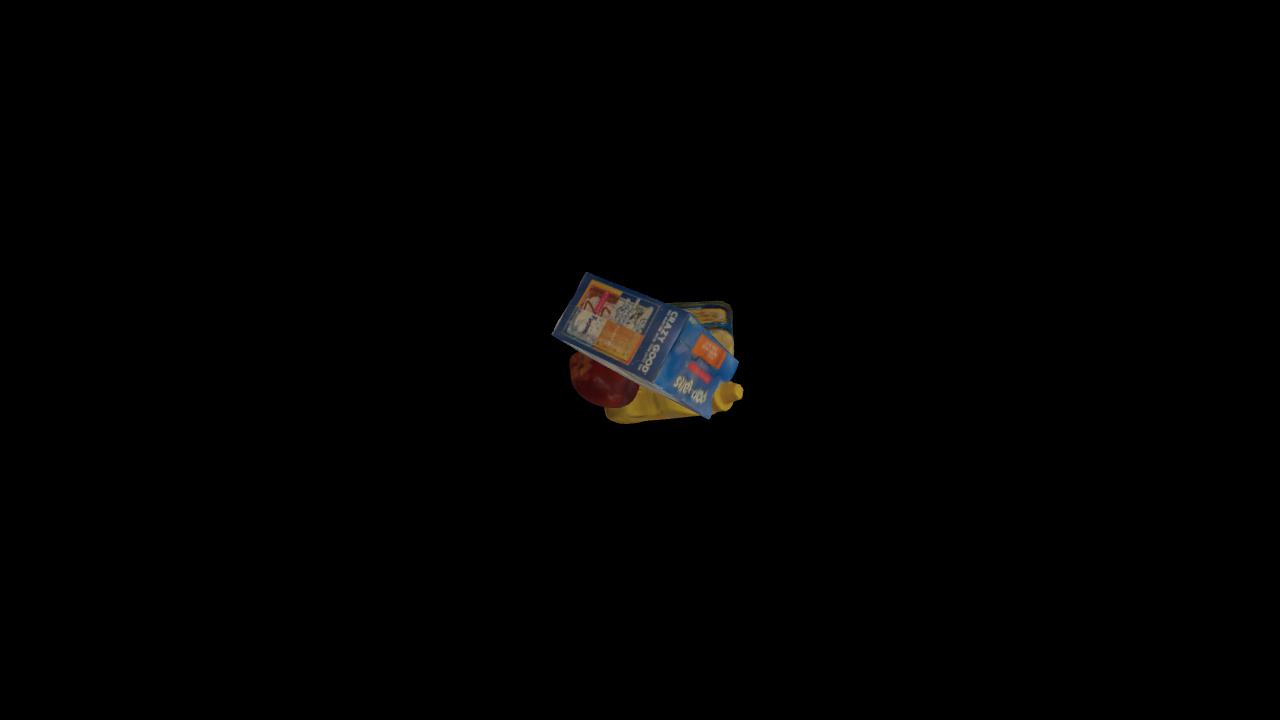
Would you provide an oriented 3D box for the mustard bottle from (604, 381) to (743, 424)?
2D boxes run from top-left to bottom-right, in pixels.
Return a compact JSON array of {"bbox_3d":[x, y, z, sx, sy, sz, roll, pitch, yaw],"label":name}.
[{"bbox_3d":[0.048,0.048,0.765,0.184,0.054,0.092,-9,-7,42],"label":"mustard bottle"}]

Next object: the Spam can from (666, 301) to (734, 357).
[{"bbox_3d":[0.066,-0.030,0.758,0.101,0.058,0.085,-3,27,6],"label":"Spam can"}]

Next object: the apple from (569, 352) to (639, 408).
[{"bbox_3d":[-0.041,0.020,0.738,0.079,0.079,0.093,0,-20,35],"label":"apple"}]

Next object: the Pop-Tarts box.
[{"bbox_3d":[0.012,-0.013,0.692,0.141,0.083,0.167,25,-4,31],"label":"Pop-Tarts box"}]
